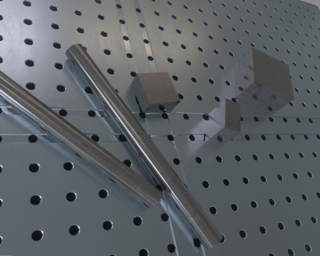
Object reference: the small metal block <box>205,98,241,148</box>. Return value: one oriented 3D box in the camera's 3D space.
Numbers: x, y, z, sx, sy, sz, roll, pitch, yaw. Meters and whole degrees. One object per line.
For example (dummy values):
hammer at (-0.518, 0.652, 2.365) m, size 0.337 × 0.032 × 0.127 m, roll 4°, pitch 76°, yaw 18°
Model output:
small metal block at (0.090, -0.006, 0.445) m, size 0.025 × 0.050 × 0.050 m, roll 21°, pitch 54°, yaw -16°

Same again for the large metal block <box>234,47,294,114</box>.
large metal block at (0.178, -0.081, 0.538) m, size 0.080 × 0.050 × 0.080 m, roll 20°, pitch 54°, yaw -17°

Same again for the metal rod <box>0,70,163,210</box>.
metal rod at (-0.124, -0.008, 0.346) m, size 0.301 × 0.025 × 0.025 m, roll 38°, pitch 51°, yaw -3°

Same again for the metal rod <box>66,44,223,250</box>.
metal rod at (-0.025, 0.016, 0.385) m, size 0.025 × 0.025 × 0.299 m, roll -29°, pitch 78°, yaw -38°

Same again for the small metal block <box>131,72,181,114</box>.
small metal block at (-0.006, -0.050, 0.436) m, size 0.050 × 0.025 × 0.050 m, roll -9°, pitch 66°, yaw -32°
